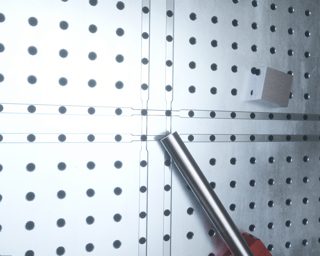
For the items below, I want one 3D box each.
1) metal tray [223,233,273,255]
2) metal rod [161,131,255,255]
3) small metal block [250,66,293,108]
[{"bbox_3d":[0.116,0.233,0.453,0.130,0.030,0.090,-41,103,-15],"label":"metal tray"},{"bbox_3d":[0.091,0.137,0.422,0.025,0.025,0.299,-33,92,-17],"label":"metal rod"},{"bbox_3d":[0.172,-0.061,0.476,0.050,0.025,0.050,13,86,-20],"label":"small metal block"}]
